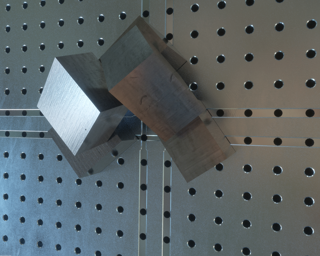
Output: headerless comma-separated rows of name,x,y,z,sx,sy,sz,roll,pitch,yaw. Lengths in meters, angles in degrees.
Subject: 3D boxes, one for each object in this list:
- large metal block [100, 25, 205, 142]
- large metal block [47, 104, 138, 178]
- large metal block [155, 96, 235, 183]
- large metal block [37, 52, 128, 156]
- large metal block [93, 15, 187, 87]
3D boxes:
large metal block,-0.010,-0.046,0.311,0.050,0.080,0.080,-39,35,11
large metal block,-0.093,0.010,0.430,0.080,0.050,0.080,-41,78,15
large metal block,0.041,0.011,0.367,0.050,0.080,0.080,-35,79,16
large metal block,-0.089,-0.028,0.360,0.080,0.050,0.080,49,130,13
large metal block,-0.022,-0.082,0.389,0.080,0.080,0.050,-43,77,15
